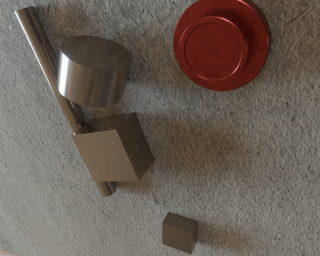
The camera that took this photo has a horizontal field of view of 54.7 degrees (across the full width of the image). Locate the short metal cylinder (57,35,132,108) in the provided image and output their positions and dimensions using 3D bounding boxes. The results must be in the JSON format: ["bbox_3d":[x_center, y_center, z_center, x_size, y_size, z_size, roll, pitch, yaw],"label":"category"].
[{"bbox_3d":[-0.078,-0.069,0.368,0.080,0.080,0.050,28,128,10],"label":"short metal cylinder"}]

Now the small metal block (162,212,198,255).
[{"bbox_3d":[0.032,0.167,0.492,0.050,0.025,0.050,12,124,21],"label":"small metal block"}]

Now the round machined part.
[{"bbox_3d":[0.059,-0.082,0.314,0.098,0.042,0.097,13,124,20],"label":"round machined part"}]

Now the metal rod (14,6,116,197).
[{"bbox_3d":[-0.130,-0.024,0.458,0.025,0.025,0.298,-6,116,30],"label":"metal rod"}]

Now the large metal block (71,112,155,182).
[{"bbox_3d":[-0.065,0.029,0.441,0.080,0.050,0.080,-7,115,31],"label":"large metal block"}]
